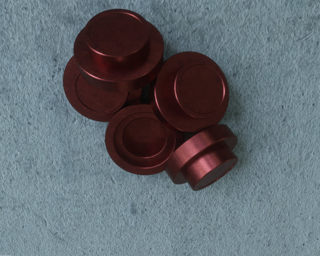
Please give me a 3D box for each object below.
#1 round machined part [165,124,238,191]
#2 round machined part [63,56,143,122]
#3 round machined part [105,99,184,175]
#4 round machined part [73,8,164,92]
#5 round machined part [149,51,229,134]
[{"bbox_3d":[0.058,0.043,0.389,0.098,0.098,0.042,-41,65,13],"label":"round machined part"},{"bbox_3d":[-0.071,-0.053,0.383,0.099,0.042,0.097,0,110,-1],"label":"round machined part"},{"bbox_3d":[-0.019,0.009,0.405,0.099,0.042,0.097,0,110,-1],"label":"round machined part"},{"bbox_3d":[-0.045,-0.090,0.337,0.099,0.098,0.042,1,152,-1],"label":"round machined part"},{"bbox_3d":[0.040,-0.043,0.364,0.099,0.042,0.097,1,86,-21],"label":"round machined part"}]
